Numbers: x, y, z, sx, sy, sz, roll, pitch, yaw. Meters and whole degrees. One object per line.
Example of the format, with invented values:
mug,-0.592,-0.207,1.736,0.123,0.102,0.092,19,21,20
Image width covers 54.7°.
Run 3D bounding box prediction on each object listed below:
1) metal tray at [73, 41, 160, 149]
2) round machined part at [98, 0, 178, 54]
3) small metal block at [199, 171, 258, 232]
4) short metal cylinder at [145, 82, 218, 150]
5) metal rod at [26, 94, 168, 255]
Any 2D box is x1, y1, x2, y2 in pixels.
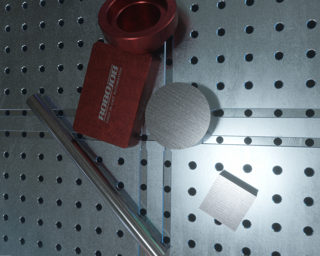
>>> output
metal tray,-0.062,-0.046,0.431,0.090,0.030,0.129,17,96,18
round machined part,-0.026,-0.134,0.397,0.099,0.042,0.098,-4,59,7
small metal block,0.084,0.090,0.383,0.050,0.025,0.050,31,100,17
short metal cylinder,0.028,-0.014,0.389,0.080,0.050,0.079,0,90,19
metal rod,-0.097,0.063,0.445,0.025,0.025,0.300,-46,76,14
